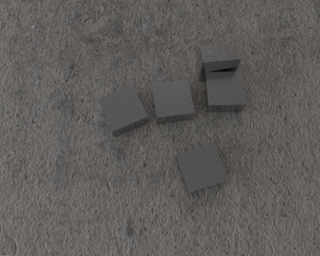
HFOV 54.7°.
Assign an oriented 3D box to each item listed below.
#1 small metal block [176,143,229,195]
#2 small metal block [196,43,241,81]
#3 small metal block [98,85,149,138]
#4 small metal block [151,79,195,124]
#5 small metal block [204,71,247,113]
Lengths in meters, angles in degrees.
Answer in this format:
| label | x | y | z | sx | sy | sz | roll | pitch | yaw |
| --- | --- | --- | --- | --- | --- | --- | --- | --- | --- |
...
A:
| label | x | y | z | sx | sy | sz | roll | pitch | yaw |
| --- | --- | --- | --- | --- | --- | --- | --- | --- | --- |
| small metal block | 0.051 | 0.052 | 0.389 | 0.050 | 0.025 | 0.050 | -16 | 71 | -6 |
| small metal block | 0.079 | -0.090 | 0.428 | 0.050 | 0.050 | 0.025 | -6 | 70 | -2 |
| small metal block | -0.049 | -0.022 | 0.416 | 0.050 | 0.025 | 0.050 | -24 | 72 | -9 |
| small metal block | 0.017 | -0.035 | 0.421 | 0.050 | 0.025 | 0.050 | -7 | 70 | -3 |
| small metal block | 0.088 | -0.050 | 0.427 | 0.050 | 0.025 | 0.050 | -1 | 70 | -1 |
